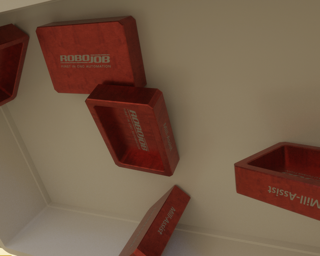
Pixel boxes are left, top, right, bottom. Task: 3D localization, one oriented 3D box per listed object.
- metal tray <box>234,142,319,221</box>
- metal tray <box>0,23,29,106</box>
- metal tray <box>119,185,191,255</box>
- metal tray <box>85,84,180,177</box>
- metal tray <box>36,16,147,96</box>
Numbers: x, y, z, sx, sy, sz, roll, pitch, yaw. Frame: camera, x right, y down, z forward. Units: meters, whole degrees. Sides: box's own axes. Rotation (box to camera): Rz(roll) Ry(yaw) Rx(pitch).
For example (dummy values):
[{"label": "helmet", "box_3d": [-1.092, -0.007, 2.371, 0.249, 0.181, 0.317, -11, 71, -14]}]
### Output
[{"label": "metal tray", "box_3d": [0.147, 0.047, 0.286, 0.130, 0.091, 0.030, 10, 112, 51]}, {"label": "metal tray", "box_3d": [-0.242, -0.078, 0.443, 0.030, 0.090, 0.129, 37, 129, 3]}, {"label": "metal tray", "box_3d": [-0.012, 0.149, 0.438, 0.030, 0.131, 0.089, 40, 129, 1]}, {"label": "metal tray", "box_3d": [-0.031, 0.006, 0.401, 0.090, 0.030, 0.129, 7, 138, 23]}, {"label": "metal tray", "box_3d": [-0.087, -0.090, 0.394, 0.130, 0.030, 0.089, 5, 121, 25]}]
